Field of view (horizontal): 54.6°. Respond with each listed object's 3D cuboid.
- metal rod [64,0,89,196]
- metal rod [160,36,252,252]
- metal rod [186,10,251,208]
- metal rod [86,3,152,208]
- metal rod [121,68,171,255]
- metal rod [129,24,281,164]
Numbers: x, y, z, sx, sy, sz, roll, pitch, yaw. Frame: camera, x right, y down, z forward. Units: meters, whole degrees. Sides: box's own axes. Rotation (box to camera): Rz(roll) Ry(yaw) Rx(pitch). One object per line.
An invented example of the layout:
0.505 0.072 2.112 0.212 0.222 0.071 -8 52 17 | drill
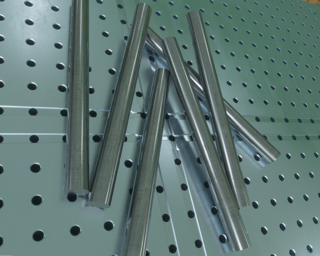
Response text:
-0.102 -0.064 0.391 0.025 0.025 0.299 7 59 -25 | metal rod
0.055 0.008 0.416 0.025 0.025 0.299 -7 70 -31 | metal rod
0.079 -0.037 0.446 0.025 0.025 0.299 -1 70 -29 | metal rod
-0.045 -0.049 0.396 0.025 0.025 0.300 19 60 -17 | metal rod
-0.014 0.043 0.373 0.025 0.025 0.300 20 54 -16 | metal rod
0.067 -0.059 0.479 0.300 0.025 0.025 44 51 3 | metal rod
